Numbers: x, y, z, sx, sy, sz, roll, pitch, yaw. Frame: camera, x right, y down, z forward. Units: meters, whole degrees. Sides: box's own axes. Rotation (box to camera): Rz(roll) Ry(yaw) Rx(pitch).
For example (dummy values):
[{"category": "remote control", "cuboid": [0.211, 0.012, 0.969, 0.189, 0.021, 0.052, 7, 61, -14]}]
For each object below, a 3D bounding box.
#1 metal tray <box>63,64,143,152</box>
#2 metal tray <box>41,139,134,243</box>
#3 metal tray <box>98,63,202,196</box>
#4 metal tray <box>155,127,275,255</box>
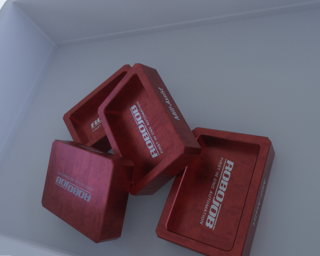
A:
[{"category": "metal tray", "cuboid": [-0.072, -0.025, 0.455, 0.130, 0.030, 0.090, -39, 51, 1]}, {"category": "metal tray", "cuboid": [-0.092, 0.069, 0.374, 0.130, 0.030, 0.089, 12, 91, 43]}, {"category": "metal tray", "cuboid": [-0.019, 0.001, 0.360, 0.090, 0.030, 0.130, -45, 56, 28]}, {"category": "metal tray", "cuboid": [0.060, 0.067, 0.329, 0.090, 0.030, 0.130, 9, 66, 32]}]
